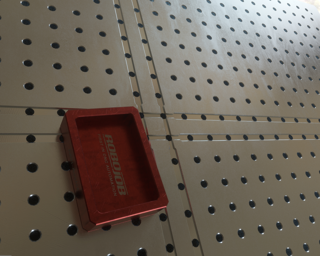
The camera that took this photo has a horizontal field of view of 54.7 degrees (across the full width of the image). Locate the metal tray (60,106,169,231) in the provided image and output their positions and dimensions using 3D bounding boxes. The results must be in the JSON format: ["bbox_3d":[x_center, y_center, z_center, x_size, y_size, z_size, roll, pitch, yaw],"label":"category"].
[{"bbox_3d":[-0.053,0.040,0.352,0.091,0.030,0.130,-6,65,-31],"label":"metal tray"}]
